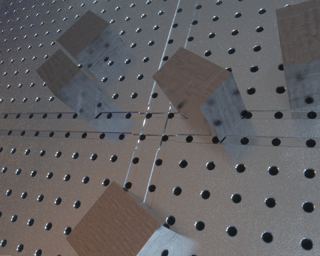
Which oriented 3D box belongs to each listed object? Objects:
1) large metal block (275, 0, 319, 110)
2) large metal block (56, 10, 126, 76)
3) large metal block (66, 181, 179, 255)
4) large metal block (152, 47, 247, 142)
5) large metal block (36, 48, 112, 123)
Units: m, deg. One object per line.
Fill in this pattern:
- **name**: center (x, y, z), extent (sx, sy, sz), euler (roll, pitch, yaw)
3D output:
- **large metal block**: center (0.161, -0.078, 0.336), extent (0.050, 0.080, 0.080), euler (-8, 58, 24)
- **large metal block**: center (-0.122, -0.151, 0.547), extent (0.080, 0.050, 0.080), euler (-45, 51, -3)
- **large metal block**: center (-0.041, 0.119, 0.339), extent (0.080, 0.050, 0.080), euler (33, 80, 38)
- **large metal block**: center (0.049, -0.040, 0.371), extent (0.050, 0.080, 0.080), euler (-47, 52, -5)
- **large metal block**: center (-0.132, -0.065, 0.480), extent (0.050, 0.080, 0.080), euler (-45, 51, -3)
